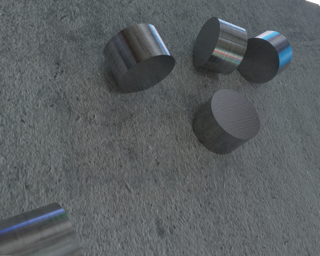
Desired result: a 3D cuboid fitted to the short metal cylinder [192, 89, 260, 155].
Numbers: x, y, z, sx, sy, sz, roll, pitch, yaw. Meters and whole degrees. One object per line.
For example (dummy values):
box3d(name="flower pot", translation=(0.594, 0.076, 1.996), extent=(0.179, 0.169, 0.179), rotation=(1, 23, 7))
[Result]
box3d(name="short metal cylinder", translation=(0.094, -0.008, 0.443), extent=(0.081, 0.050, 0.080), rotation=(14, 56, -21))

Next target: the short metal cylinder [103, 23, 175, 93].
box3d(name="short metal cylinder", translation=(-0.027, -0.090, 0.409), extent=(0.081, 0.080, 0.050), rotation=(-16, 70, -34))

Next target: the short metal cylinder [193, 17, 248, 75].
box3d(name="short metal cylinder", translation=(0.095, -0.131, 0.499), extent=(0.050, 0.080, 0.080), rotation=(13, 56, -21))

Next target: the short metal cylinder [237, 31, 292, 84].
box3d(name="short metal cylinder", translation=(0.180, -0.124, 0.541), extent=(0.050, 0.080, 0.080), rotation=(-33, 80, -38))

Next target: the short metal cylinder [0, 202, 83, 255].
box3d(name="short metal cylinder", translation=(-0.099, 0.107, 0.250), extent=(0.050, 0.080, 0.080), rotation=(-14, 69, -34))
